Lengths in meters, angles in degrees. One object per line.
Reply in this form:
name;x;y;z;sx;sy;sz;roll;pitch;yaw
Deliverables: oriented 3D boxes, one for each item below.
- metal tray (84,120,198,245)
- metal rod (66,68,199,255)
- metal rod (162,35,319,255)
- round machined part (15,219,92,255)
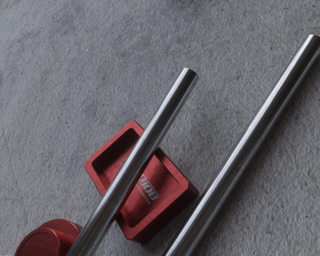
metal tray;-0.028;0.061;0.377;0.090;0.030;0.130;-42;51;-1
metal rod;-0.038;0.057;0.348;0.025;0.025;0.300;21;73;35
metal rod;0.098;0.017;0.341;0.025;0.025;0.300;28;76;37
round machined part;-0.133;0.156;0.367;0.098;0.042;0.098;-13;56;21
